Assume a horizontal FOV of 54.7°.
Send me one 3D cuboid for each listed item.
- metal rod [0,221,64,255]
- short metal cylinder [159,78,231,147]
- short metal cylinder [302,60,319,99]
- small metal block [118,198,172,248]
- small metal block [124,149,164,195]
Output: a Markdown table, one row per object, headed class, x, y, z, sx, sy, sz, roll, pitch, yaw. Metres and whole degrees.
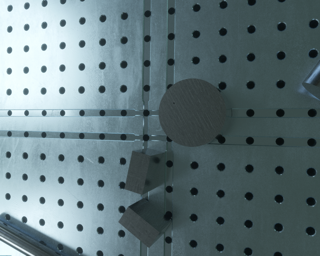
| class | x | y | z | sx | sy | sz | roll | pitch | yaw |
| --- | --- | --- | --- | --- | --- | --- | --- | --- | --- |
| metal rod | -0.149 | 0.206 | 0.465 | 0.301 | 0.025 | 0.025 | 19 | 97 | 18 |
| short metal cylinder | 0.045 | -0.018 | 0.383 | 0.080 | 0.050 | 0.080 | 0 | 90 | 20 |
| short metal cylinder | 0.196 | -0.045 | 0.314 | 0.080 | 0.080 | 0.050 | 37 | 102 | 16 |
| small metal block | -0.018 | 0.122 | 0.406 | 0.050 | 0.050 | 0.025 | 35 | 102 | 16 |
| small metal block | -0.019 | 0.055 | 0.406 | 0.025 | 0.050 | 0.050 | 14 | 95 | 19 |
